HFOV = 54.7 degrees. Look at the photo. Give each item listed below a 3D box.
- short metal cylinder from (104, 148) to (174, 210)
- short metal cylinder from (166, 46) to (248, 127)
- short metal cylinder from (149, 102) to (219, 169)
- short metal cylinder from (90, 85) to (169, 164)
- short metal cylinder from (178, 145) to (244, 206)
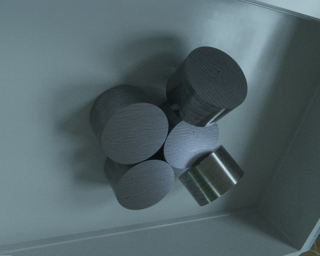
[{"bbox_3d":[-0.028,0.062,0.414,0.081,0.050,0.079,-14,125,-21],"label":"short metal cylinder"},{"bbox_3d":[0.054,-0.048,0.363,0.081,0.080,0.050,-3,158,-27],"label":"short metal cylinder"},{"bbox_3d":[0.031,0.007,0.413,0.081,0.050,0.079,-14,125,-21],"label":"short metal cylinder"},{"bbox_3d":[-0.037,-0.004,0.368,0.081,0.050,0.079,-14,125,-21],"label":"short metal cylinder"},{"bbox_3d":[0.074,0.068,0.448,0.080,0.050,0.080,-37,174,-4],"label":"short metal cylinder"}]
